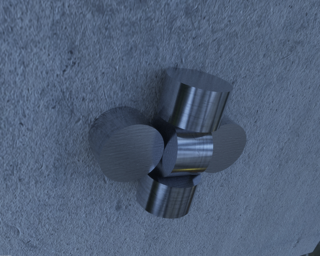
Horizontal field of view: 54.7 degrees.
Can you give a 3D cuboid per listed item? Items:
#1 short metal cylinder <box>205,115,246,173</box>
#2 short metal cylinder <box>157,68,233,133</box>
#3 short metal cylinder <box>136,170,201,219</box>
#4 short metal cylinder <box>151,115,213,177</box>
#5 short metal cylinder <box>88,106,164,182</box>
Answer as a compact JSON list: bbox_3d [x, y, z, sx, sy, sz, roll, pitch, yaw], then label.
[{"bbox_3d":[0.075,0.017,0.443,0.081,0.050,0.079,-14,125,-21],"label":"short metal cylinder"},{"bbox_3d":[0.041,-0.036,0.373,0.081,0.080,0.050,0,119,-28],"label":"short metal cylinder"},{"bbox_3d":[0.011,0.078,0.428,0.081,0.080,0.050,0,118,-28],"label":"short metal cylinder"},{"bbox_3d":[0.023,0.022,0.399,0.050,0.080,0.079,0,118,-29],"label":"short metal cylinder"},{"bbox_3d":[-0.042,0.019,0.381,0.081,0.050,0.079,-14,124,-22],"label":"short metal cylinder"}]
